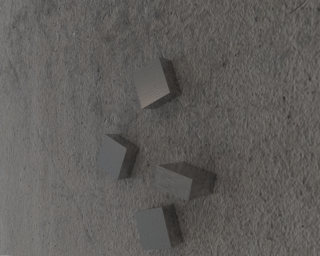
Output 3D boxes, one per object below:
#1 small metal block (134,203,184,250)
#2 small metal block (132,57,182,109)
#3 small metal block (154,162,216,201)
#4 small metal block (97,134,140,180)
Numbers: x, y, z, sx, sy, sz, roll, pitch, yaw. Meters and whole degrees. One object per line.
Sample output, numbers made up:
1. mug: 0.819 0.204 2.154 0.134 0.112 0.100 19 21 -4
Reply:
1. small metal block: -0.002 0.130 0.407 0.050 0.025 0.050 -22 76 38
2. small metal block: -0.005 -0.058 0.409 0.050 0.025 0.050 -27 73 37
3. small metal block: 0.030 0.061 0.364 0.050 0.050 0.025 16 101 39
4. small metal block: -0.063 0.041 0.457 0.050 0.025 0.050 29 108 36
